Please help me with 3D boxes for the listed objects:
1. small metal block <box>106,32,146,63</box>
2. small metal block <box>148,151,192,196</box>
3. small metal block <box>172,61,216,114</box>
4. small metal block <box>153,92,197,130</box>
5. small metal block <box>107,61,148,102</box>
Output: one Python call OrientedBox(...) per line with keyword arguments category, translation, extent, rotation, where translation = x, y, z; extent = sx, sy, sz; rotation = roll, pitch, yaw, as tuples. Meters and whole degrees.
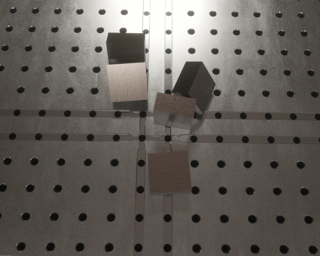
OrientedBox(category="small metal block", translation=(-0.046, -0.104, 0.433), extent=(0.050, 0.050, 0.025), rotation=(1, 48, 0))
OrientedBox(category="small metal block", translation=(0.011, 0.058, 0.391), extent=(0.050, 0.025, 0.050), rotation=(-4, 70, -2))
OrientedBox(category="small metal block", translation=(0.047, -0.054, 0.416), extent=(0.025, 0.050, 0.050), rotation=(10, 67, 37))
OrientedBox(category="small metal block", translation=(0.019, -0.021, 0.406), extent=(0.050, 0.050, 0.025), rotation=(10, 71, 3))
OrientedBox(category="small metal block", translation=(-0.043, -0.064, 0.421), extent=(0.050, 0.025, 0.050), rotation=(-4, 108, -2))
